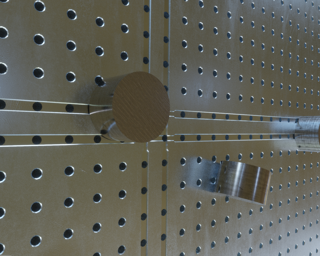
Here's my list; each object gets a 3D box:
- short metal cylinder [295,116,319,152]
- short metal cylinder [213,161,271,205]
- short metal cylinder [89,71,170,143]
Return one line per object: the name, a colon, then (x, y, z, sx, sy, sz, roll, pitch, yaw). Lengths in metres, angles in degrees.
short metal cylinder: (0.342, 0.013, 0.684, 0.081, 0.050, 0.079, 0, 90, -40)
short metal cylinder: (0.129, 0.086, 0.484, 0.080, 0.080, 0.050, 24, 75, -38)
short metal cylinder: (-0.035, -0.024, 0.365, 0.081, 0.050, 0.079, 0, 90, -40)
